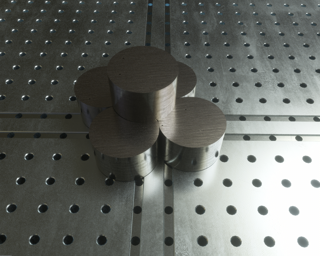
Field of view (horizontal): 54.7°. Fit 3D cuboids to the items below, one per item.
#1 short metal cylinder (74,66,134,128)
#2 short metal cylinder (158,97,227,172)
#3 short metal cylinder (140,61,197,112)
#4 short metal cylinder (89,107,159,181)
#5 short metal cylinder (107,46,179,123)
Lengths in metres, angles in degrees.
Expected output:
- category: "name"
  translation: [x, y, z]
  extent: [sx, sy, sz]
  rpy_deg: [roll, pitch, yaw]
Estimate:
- category: "short metal cylinder"
  translation: [-0.071, -0.040, 0.423]
  extent: [0.081, 0.050, 0.080]
  rpy_deg: [0, 50, 0]
- category: "short metal cylinder"
  translation: [0.038, 0.007, 0.385]
  extent: [0.081, 0.050, 0.080]
  rpy_deg: [0, 50, 0]
- category: "short metal cylinder"
  translation: [0.009, -0.051, 0.433]
  extent: [0.081, 0.050, 0.080]
  rpy_deg: [0, 50, 0]
- category: "short metal cylinder"
  translation: [-0.041, 0.017, 0.375]
  extent: [0.081, 0.050, 0.080]
  rpy_deg: [0, 50, 0]
- category: "short metal cylinder"
  translation: [-0.020, -0.053, 0.368]
  extent: [0.081, 0.050, 0.080]
  rpy_deg: [1, 51, -1]
